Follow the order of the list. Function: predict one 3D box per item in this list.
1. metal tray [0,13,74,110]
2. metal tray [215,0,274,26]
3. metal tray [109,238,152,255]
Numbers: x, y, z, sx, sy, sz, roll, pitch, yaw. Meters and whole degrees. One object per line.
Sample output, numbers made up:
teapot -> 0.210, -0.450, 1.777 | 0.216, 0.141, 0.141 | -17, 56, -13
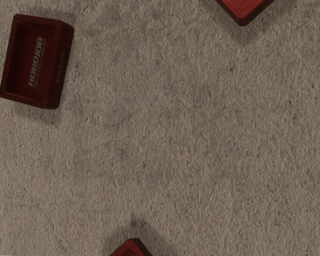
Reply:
metal tray -> -0.188, -0.100, 0.470 | 0.090, 0.030, 0.129 | 14, 95, 19
metal tray -> 0.118, -0.198, 0.365 | 0.130, 0.030, 0.090 | -41, 78, 15
metal tray -> -0.027, 0.220, 0.393 | 0.090, 0.030, 0.130 | -41, 70, -3
